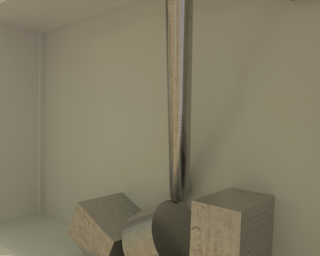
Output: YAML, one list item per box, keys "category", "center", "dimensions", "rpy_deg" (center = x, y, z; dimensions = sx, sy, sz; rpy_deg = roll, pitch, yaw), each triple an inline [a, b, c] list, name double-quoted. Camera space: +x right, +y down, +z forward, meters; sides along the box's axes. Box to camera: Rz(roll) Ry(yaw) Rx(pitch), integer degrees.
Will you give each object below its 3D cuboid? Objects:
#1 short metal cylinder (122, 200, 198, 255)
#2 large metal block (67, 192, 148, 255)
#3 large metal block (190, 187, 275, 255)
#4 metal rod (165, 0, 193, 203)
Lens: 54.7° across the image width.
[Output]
- category: "short metal cylinder"
  center: [0.003, 0.132, 0.367]
  dimensions: [0.050, 0.081, 0.080]
  rpy_deg: [-31, 71, 35]
- category: "large metal block"
  center: [-0.064, 0.137, 0.421]
  dimensions: [0.080, 0.081, 0.050]
  rpy_deg: [33, 110, 35]
- category: "large metal block"
  center: [0.074, 0.109, 0.309]
  dimensions: [0.050, 0.081, 0.079]
  rpy_deg: [4, 92, 40]
- category: "metal rod"
  center: [0.020, -0.045, 0.315]
  dimensions: [0.025, 0.025, 0.298]
  rpy_deg: [23, 128, 37]
